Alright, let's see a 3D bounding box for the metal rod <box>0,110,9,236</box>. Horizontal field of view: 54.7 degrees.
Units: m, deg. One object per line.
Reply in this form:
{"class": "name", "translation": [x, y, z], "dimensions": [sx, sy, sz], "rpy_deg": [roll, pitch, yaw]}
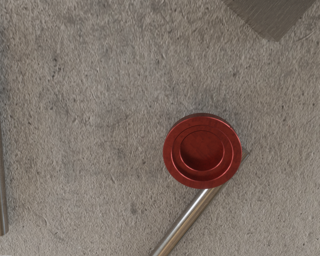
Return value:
{"class": "metal rod", "translation": [-0.224, 0.015, 0.412], "dimensions": [0.025, 0.025, 0.298], "rpy_deg": [5, 110, -3]}

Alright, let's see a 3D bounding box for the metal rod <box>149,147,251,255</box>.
{"class": "metal rod", "translation": [0.033, 0.147, 0.464], "dimensions": [0.025, 0.025, 0.299], "rpy_deg": [30, 107, -11]}

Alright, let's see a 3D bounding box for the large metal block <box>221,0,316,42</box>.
{"class": "large metal block", "translation": [0.122, -0.154, 0.341], "dimensions": [0.080, 0.050, 0.080], "rpy_deg": [37, 106, -13]}

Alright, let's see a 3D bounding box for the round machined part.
{"class": "round machined part", "translation": [0.055, 0.027, 0.407], "dimensions": [0.099, 0.042, 0.097], "rpy_deg": [2, 106, 6]}
